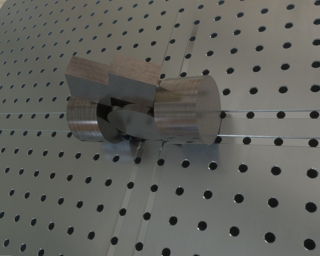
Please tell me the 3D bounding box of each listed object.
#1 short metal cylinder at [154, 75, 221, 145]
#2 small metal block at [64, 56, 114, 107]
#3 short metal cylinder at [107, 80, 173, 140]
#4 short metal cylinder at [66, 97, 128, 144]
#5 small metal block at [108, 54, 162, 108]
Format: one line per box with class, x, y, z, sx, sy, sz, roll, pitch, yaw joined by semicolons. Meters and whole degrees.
short metal cylinder;0.035;-0.021;0.366;0.050;0.080;0.080;0;62;29
small metal block;-0.078;-0.053;0.362;0.050;0.050;0.025;15;66;0
short metal cylinder;-0.021;-0.024;0.399;0.080;0.080;0.050;1;63;29
short metal cylinder;-0.080;-0.019;0.426;0.050;0.080;0.080;1;62;29
small metal block;-0.027;-0.050;0.339;0.050;0.050;0.025;14;66;1
